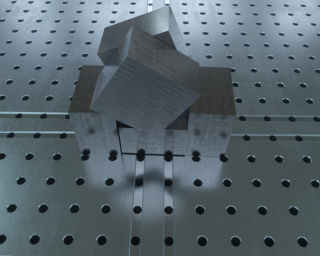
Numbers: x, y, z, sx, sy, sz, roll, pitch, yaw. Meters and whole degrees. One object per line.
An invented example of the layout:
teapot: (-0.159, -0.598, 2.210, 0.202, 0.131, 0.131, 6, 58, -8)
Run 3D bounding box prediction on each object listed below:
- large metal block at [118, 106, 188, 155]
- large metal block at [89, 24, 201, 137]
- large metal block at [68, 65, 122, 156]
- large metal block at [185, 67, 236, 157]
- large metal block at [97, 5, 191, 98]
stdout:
large metal block: (-0.006, -0.014, 0.400, 0.081, 0.050, 0.080, 2, 50, 1)
large metal block: (-0.015, -0.044, 0.322, 0.080, 0.080, 0.050, 25, 45, -23)
large metal block: (-0.073, -0.022, 0.389, 0.050, 0.080, 0.080, 2, 50, 1)
large metal block: (0.059, -0.020, 0.389, 0.050, 0.080, 0.080, 3, 50, 2)
large metal block: (-0.013, -0.081, 0.357, 0.080, 0.080, 0.050, -13, 47, 18)
